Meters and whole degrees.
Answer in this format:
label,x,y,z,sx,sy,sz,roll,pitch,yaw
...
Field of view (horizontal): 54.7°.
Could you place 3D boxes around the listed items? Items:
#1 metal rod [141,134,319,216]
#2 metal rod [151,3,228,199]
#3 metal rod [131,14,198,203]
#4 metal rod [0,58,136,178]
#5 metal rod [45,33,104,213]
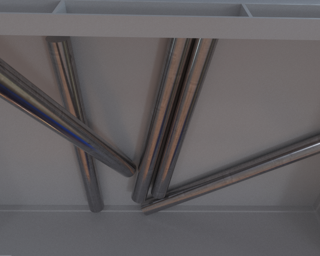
label,x,y,z,sx,sy,sz,roll,pitch,yaw
metal rod,0.104,0.077,0.475,0.300,0.025,0.025,-25,126,19
metal rod,0.027,-0.008,0.402,0.025,0.025,0.298,8,130,-8
metal rod,-0.004,0.001,0.409,0.025,0.025,0.298,9,130,-8
metal rod,-0.092,0.003,0.333,0.025,0.025,0.300,-15,153,12
metal rod,-0.107,0.018,0.422,0.025,0.025,0.298,-1,130,0
